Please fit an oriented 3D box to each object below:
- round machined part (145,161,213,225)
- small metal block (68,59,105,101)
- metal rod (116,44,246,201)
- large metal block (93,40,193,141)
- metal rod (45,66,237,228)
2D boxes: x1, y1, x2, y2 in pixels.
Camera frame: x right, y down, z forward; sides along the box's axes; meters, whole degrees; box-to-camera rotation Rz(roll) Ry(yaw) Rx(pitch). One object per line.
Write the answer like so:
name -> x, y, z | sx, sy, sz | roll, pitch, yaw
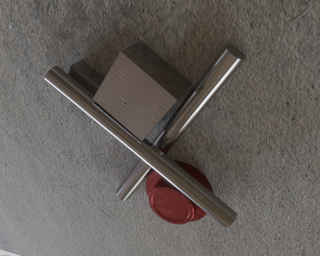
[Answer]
round machined part -> 0.023, 0.099, 0.444 | 0.098, 0.042, 0.097 | 13, 124, 20
small metal block -> -0.101, -0.057, 0.426 | 0.050, 0.025, 0.050 | 37, 129, 3
metal rod -> 0.009, 0.014, 0.413 | 0.025, 0.025, 0.298 | 38, 129, 2
large metal block -> -0.022, -0.045, 0.376 | 0.080, 0.050, 0.080 | 41, 129, 0
metal rod -> -0.025, 0.024, 0.402 | 0.300, 0.025, 0.025 | 39, 129, 1
